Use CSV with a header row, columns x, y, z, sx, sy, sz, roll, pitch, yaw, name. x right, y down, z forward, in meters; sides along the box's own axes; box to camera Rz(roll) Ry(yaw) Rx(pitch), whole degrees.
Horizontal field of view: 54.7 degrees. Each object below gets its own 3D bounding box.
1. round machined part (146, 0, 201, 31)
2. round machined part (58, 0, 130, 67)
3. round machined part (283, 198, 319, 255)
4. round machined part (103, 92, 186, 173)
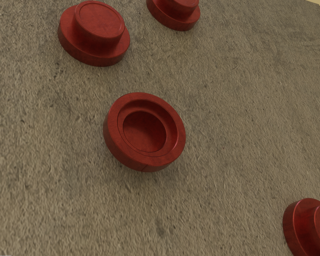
x,y,z,sx,sy,sz,roll,pitch,yaw,name
0.029,-0.221,0.543,0.099,0.042,0.098,14,56,-21,round machined part
-0.088,-0.136,0.429,0.099,0.042,0.098,14,56,-21,round machined part
0.222,0.143,0.425,0.099,0.042,0.098,14,56,-21,round machined part
-0.022,0.009,0.376,0.099,0.042,0.098,14,56,-21,round machined part
